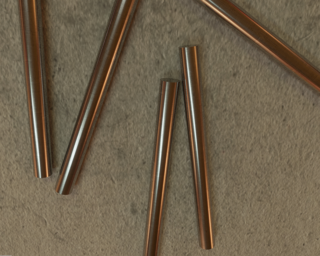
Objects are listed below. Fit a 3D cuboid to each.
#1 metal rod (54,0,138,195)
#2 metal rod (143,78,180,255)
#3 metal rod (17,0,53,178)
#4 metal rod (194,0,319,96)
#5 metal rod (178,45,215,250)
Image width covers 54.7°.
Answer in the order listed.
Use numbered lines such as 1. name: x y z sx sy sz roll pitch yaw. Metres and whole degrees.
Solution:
1. metal rod: -0.082 -0.043 0.392 0.025 0.025 0.298 20 109 -8
2. metal rod: -0.002 0.079 0.438 0.025 0.025 0.298 5 110 -2
3. metal rod: -0.154 -0.076 0.379 0.025 0.025 0.298 3 110 -2
4. metal rod: 0.116 -0.112 0.369 0.301 0.025 0.025 33 107 -12
5. metal rod: 0.054 0.040 0.425 0.025 0.025 0.298 -7 110 2
